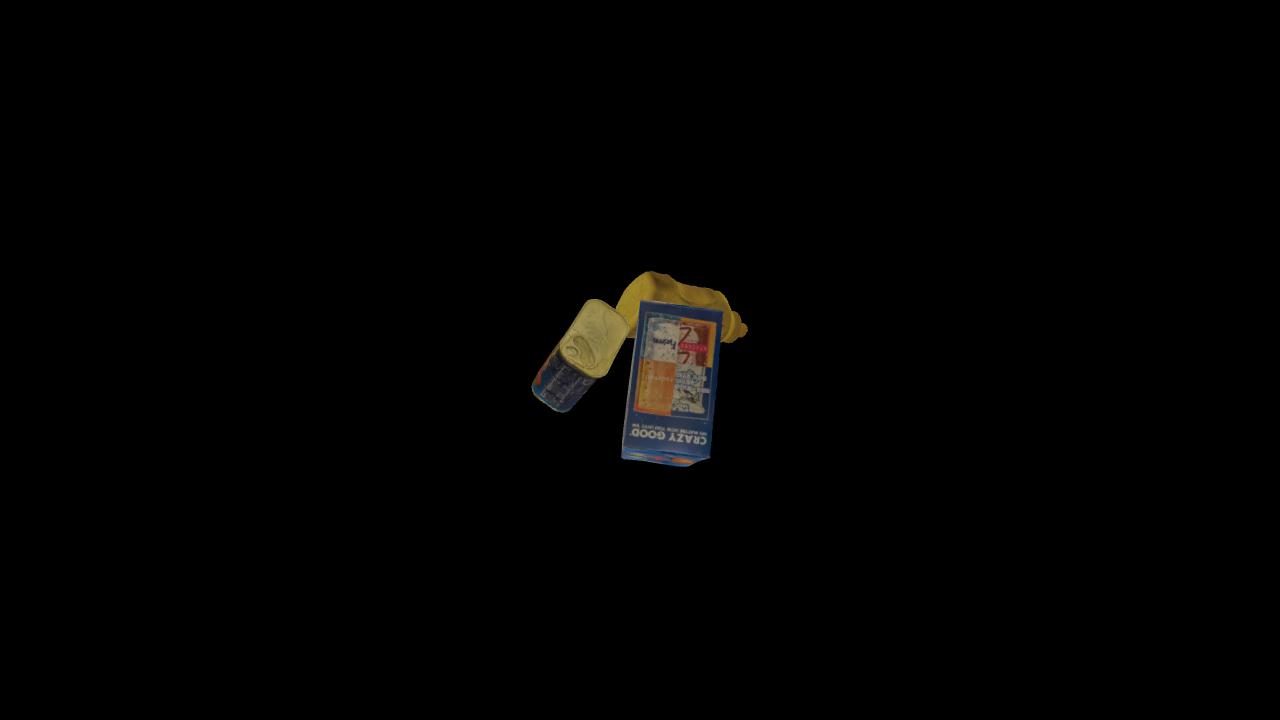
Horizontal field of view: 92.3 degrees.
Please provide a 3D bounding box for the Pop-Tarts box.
[{"bbox_3d":[0.029,0.033,0.635,0.083,0.141,0.167,7,-13,0],"label":"Pop-Tarts box"}]

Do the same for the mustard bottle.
[{"bbox_3d":[0.063,-0.052,0.767,0.184,0.092,0.054,10,39,-34],"label":"mustard bottle"}]

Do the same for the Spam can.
[{"bbox_3d":[-0.065,-0.003,0.668,0.058,0.101,0.085,35,-45,-8],"label":"Spam can"}]
